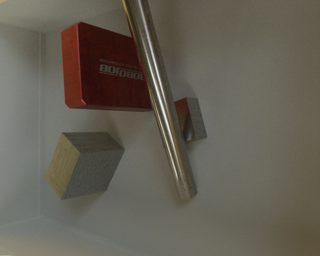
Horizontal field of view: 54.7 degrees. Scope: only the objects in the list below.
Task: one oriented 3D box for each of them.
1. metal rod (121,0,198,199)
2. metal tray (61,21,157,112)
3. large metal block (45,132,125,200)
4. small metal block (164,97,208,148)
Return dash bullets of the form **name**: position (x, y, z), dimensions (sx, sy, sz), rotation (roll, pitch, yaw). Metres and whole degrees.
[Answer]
- **metal rod**: position (-0.005, -0.055, 0.330), dimensions (0.025, 0.025, 0.298), rotation (1, 116, 40)
- **metal tray**: position (-0.054, -0.068, 0.381), dimensions (0.030, 0.131, 0.089), rotation (-7, 86, 39)
- **large metal block**: position (-0.111, 0.053, 0.460), dimensions (0.050, 0.081, 0.079), rotation (39, 114, 32)
- **small metal block**: position (0.026, -0.006, 0.384), dimensions (0.050, 0.025, 0.050), rotation (-21, 77, 38)
